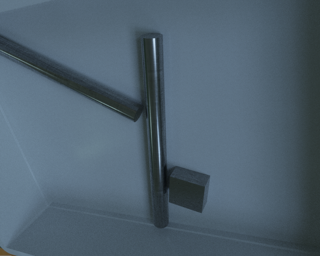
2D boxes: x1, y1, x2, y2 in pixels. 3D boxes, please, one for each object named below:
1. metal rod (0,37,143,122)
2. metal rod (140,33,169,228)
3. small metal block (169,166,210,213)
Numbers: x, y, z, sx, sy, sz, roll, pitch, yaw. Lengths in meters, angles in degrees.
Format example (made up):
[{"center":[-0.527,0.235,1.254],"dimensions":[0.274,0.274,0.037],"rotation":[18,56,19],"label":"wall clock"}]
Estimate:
[{"center":[-0.161,-0.084,0.438],"dimensions":[0.301,0.025,0.025],"rotation":[26,127,11],"label":"metal rod"},{"center":[-0.004,0.024,0.424],"dimensions":[0.025,0.025,0.298],"rotation":[11,123,22],"label":"metal rod"},{"center":[0.041,0.087,0.440],"dimensions":[0.050,0.025,0.050],"rotation":[14,124,20],"label":"small metal block"}]
